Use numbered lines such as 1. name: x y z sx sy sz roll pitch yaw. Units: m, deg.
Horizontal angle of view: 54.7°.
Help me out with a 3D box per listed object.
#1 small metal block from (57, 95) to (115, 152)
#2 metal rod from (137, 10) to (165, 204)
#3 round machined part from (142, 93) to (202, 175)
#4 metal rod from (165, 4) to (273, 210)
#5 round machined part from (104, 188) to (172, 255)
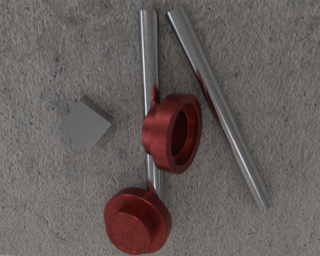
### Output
1. small metal block: -0.097 -0.006 0.407 0.050 0.025 0.050 38 105 -13
2. metal rod: -0.009 0.003 0.410 0.025 0.025 0.298 -2 110 0
3. round machined part: 0.013 0.005 0.381 0.042 0.099 0.097 10 113 29
4. metal rod: 0.085 -0.013 0.405 0.025 0.025 0.299 -26 108 9
5. round machined part: -0.036 0.137 0.433 0.098 0.042 0.097 8 112 20
